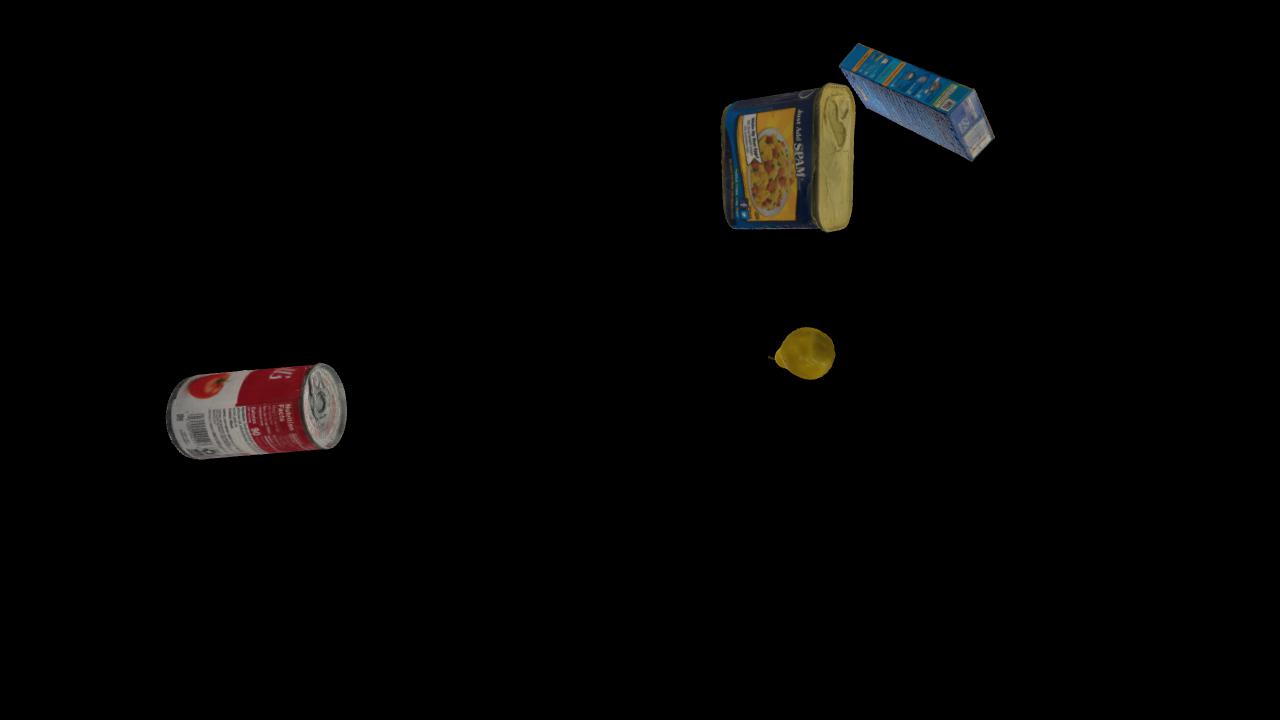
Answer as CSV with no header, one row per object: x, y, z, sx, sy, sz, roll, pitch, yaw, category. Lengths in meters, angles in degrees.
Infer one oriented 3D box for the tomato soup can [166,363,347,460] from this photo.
-0.292,0.040,0.476,0.101,0.068,0.068,-5,0,-1,tomato soup can

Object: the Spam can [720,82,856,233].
0.111,-0.149,0.468,0.085,0.101,0.058,10,19,41,Spam can

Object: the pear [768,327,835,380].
0.236,-0.003,0.921,0.080,0.080,0.111,0,-15,-23,pear

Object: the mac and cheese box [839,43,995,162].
0.323,-0.307,0.726,0.093,0.041,0.184,25,23,-43,mac and cheese box
